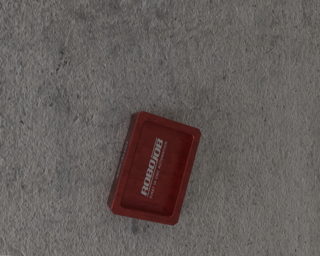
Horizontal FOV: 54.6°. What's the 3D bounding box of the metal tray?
[{"bbox_3d":[-0.007,0.052,0.403,0.091,0.030,0.130,17,84,-19],"label":"metal tray"}]
